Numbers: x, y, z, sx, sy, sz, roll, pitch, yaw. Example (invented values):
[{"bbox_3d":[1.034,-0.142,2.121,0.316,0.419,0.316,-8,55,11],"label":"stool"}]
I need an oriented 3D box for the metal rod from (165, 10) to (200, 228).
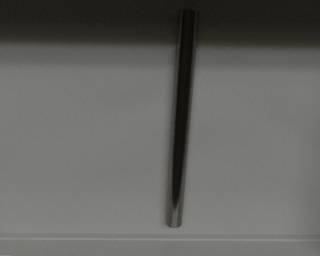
[{"bbox_3d":[0.027,0.002,0.412,0.025,0.025,0.298,2,110,-1],"label":"metal rod"}]
